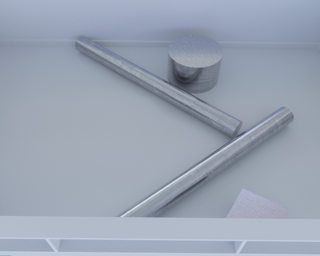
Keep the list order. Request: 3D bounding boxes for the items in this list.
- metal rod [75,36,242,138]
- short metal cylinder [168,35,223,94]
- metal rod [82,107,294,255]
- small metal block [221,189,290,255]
[{"bbox_3d":[-0.016,-0.070,0.463,0.300,0.025,0.025,32,57,23],"label":"metal rod"},{"bbox_3d":[0.052,-0.098,0.472,0.081,0.050,0.080,0,50,0],"label":"short metal cylinder"},{"bbox_3d":[0.051,0.051,0.362,0.302,0.025,0.025,-30,56,-23],"label":"metal rod"},{"bbox_3d":[0.097,0.096,0.316,0.050,0.025,0.050,21,40,24],"label":"small metal block"}]
